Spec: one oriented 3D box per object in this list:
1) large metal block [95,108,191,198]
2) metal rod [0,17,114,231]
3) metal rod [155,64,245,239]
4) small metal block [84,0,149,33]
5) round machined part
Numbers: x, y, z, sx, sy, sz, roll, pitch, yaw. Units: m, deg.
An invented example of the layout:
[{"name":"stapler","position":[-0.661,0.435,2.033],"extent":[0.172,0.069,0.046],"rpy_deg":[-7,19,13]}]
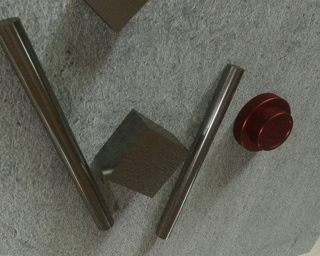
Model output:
[{"name":"large metal block","position":[-0.022,0.034,0.401],"extent":[0.080,0.050,0.080],"rpy_deg":[33,100,-39]},{"name":"metal rod","position":[-0.108,0.023,0.362],"extent":[0.025,0.025,0.298],"rpy_deg":[-24,128,-14]},{"name":"metal rod","position":[0.053,0.048,0.467],"extent":[0.025,0.025,0.298],"rpy_deg":[7,115,-32]},{"name":"small metal block","position":[-0.045,-0.131,0.302],"extent":[0.050,0.025,0.050],"rpy_deg":[-46,130,3]},{"name":"round machined part","position":[0.169,-0.003,0.489],"extent":[0.099,0.042,0.097],"rpy_deg":[-14,125,-21]}]
